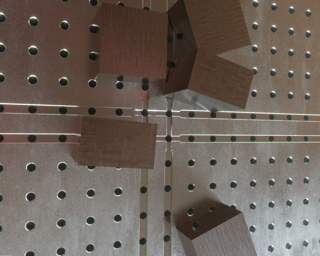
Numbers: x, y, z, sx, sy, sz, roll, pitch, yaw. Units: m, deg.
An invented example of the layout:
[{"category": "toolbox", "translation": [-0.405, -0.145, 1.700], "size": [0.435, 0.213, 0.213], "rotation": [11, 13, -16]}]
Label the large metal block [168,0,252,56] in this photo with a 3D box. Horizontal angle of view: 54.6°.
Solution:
[{"category": "large metal block", "translation": [0.067, -0.138, 0.423], "size": [0.081, 0.050, 0.080], "rotation": [-20, 97, -19]}]

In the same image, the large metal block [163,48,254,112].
[{"category": "large metal block", "translation": [0.060, -0.058, 0.405], "size": [0.080, 0.080, 0.050], "rotation": [17, 85, -19]}]

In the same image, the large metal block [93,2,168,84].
[{"category": "large metal block", "translation": [-0.038, -0.100, 0.385], "size": [0.081, 0.050, 0.080], "rotation": [2, 90, -20]}]

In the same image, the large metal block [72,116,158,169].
[{"category": "large metal block", "translation": [-0.056, 0.016, 0.363], "size": [0.081, 0.080, 0.050], "rotation": [6, 88, -20]}]

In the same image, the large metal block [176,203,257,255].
[{"category": "large metal block", "translation": [0.080, 0.163, 0.429], "size": [0.081, 0.050, 0.080], "rotation": [-22, 98, -19]}]
